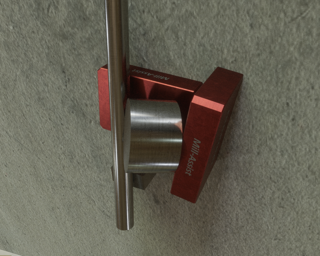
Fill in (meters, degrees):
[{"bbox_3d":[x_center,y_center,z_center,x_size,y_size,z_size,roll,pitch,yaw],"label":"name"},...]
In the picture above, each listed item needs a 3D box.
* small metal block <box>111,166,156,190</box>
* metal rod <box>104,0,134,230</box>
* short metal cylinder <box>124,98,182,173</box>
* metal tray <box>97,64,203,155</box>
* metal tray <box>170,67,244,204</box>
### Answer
[{"bbox_3d":[-0.034,0.057,0.444,0.050,0.050,0.025,12,123,21],"label":"small metal block"},{"bbox_3d":[-0.048,-0.002,0.380,0.025,0.025,0.298,10,114,22],"label":"metal rod"},{"bbox_3d":[-0.011,0.009,0.335,0.050,0.080,0.079,2,126,-12],"label":"short metal cylinder"},{"bbox_3d":[-0.015,-0.027,0.394,0.130,0.030,0.089,17,125,18],"label":"metal tray"},{"bbox_3d":[0.051,0.008,0.343,0.030,0.090,0.129,21,126,16],"label":"metal tray"}]
